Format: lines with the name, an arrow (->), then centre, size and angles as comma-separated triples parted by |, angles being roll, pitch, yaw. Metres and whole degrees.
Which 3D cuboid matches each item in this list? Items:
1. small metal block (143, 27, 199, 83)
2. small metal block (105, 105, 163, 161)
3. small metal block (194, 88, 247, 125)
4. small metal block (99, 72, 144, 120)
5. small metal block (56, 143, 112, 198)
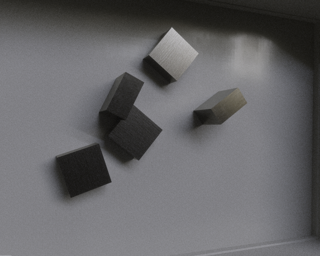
small metal block -> 0.015, -0.097, 0.417 | 0.050, 0.025, 0.050 | 41, 77, -16
small metal block -> -0.034, 0.006, 0.399 | 0.050, 0.025, 0.050 | 41, 77, -16
small metal block -> 0.083, -0.029, 0.429 | 0.050, 0.050, 0.025 | -37, 103, -16
small metal block -> -0.048, -0.037, 0.380 | 0.025, 0.050, 0.050 | 28, 81, -18
small metal block -> -0.093, 0.050, 0.377 | 0.050, 0.025, 0.050 | -19, 97, -19
